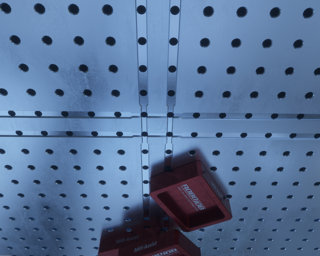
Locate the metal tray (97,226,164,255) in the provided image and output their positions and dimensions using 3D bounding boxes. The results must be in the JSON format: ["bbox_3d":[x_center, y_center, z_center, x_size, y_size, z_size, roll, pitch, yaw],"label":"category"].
[{"bbox_3d":[-0.044,0.242,0.614,0.130,0.030,0.090,-18,128,14],"label":"metal tray"}]

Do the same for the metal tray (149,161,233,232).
[{"bbox_3d":[0.052,0.117,0.507,0.090,0.030,0.130,-23,127,18],"label":"metal tray"}]

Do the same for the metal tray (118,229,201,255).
[{"bbox_3d":[-0.001,0.237,0.569,0.130,0.030,0.090,-27,126,20],"label":"metal tray"}]
